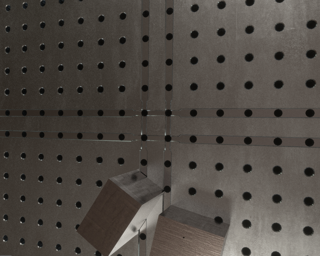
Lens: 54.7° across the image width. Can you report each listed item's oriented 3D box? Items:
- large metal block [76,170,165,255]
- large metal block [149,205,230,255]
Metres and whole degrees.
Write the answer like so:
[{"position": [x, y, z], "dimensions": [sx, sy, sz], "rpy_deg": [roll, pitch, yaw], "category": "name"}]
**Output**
[{"position": [-0.047, 0.106, 0.399], "dimensions": [0.050, 0.080, 0.080], "rpy_deg": [35, 101, 16], "category": "large metal block"}, {"position": [0.035, 0.152, 0.386], "dimensions": [0.080, 0.050, 0.079], "rpy_deg": [14, 95, 19], "category": "large metal block"}]
